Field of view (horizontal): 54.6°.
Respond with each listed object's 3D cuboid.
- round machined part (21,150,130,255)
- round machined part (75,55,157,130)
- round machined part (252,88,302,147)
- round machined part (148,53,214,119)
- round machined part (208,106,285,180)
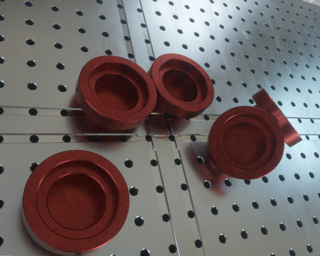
[{"bbox_3d":[-0.084,0.074,0.307,0.099,0.042,0.098,13,56,-21],"label":"round machined part"},{"bbox_3d":[-0.057,-0.040,0.391,0.099,0.042,0.098,13,56,-21],"label":"round machined part"},{"bbox_3d":[0.170,-0.010,0.475,0.098,0.042,0.098,45,21,-22],"label":"round machined part"},{"bbox_3d":[0.025,-0.055,0.444,0.099,0.042,0.098,14,56,-21],"label":"round machined part"},{"bbox_3d":[0.114,0.022,0.426,0.098,0.042,0.098,0,81,2],"label":"round machined part"}]
